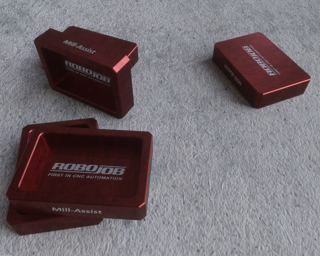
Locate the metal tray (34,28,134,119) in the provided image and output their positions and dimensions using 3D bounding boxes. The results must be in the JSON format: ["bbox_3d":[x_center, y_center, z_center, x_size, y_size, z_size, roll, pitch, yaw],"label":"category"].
[{"bbox_3d":[-0.101,-0.073,0.421,0.130,0.090,0.030,23,54,18],"label":"metal tray"}]

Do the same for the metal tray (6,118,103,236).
[{"bbox_3d":[-0.115,0.050,0.357,0.091,0.030,0.130,-6,50,-6],"label":"metal tray"}]

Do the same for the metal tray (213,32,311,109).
[{"bbox_3d":[0.152,-0.094,0.480,0.091,0.030,0.130,-18,52,-15],"label":"metal tray"}]

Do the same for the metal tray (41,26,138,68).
[{"bbox_3d":[-0.112,-0.114,0.495,0.130,0.030,0.090,19,53,15],"label":"metal tray"}]

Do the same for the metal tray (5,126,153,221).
[{"bbox_3d":[-0.076,0.044,0.322,0.131,0.030,0.090,3,50,2],"label":"metal tray"}]
